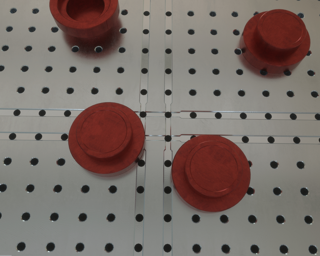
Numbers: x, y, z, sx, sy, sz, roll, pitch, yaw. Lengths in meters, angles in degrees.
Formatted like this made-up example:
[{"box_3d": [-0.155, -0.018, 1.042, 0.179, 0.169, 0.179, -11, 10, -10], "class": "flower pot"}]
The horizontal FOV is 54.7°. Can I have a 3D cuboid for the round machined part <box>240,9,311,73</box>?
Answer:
[{"box_3d": [0.172, -0.133, 0.454, 0.099, 0.042, 0.098, 0, 70, -1], "class": "round machined part"}]

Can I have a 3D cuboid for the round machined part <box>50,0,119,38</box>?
[{"box_3d": [-0.110, -0.176, 0.466, 0.099, 0.042, 0.098, 0, 70, -1], "class": "round machined part"}]

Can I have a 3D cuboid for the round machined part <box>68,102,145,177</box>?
[{"box_3d": [-0.069, 0.011, 0.398, 0.099, 0.042, 0.098, 0, 70, -1], "class": "round machined part"}]

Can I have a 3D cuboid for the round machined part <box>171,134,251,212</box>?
[{"box_3d": [0.063, 0.054, 0.384, 0.099, 0.042, 0.098, 0, 70, 0], "class": "round machined part"}]
